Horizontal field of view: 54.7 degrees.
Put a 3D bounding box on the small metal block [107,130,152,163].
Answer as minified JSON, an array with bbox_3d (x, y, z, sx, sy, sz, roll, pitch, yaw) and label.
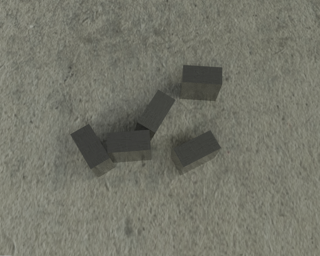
[{"bbox_3d":[-0.037,0.024,0.386,0.050,0.050,0.025,-4,71,-2],"label":"small metal block"}]

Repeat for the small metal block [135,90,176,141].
[{"bbox_3d":[-0.008,-0.014,0.398,0.025,0.050,0.050,31,72,0],"label":"small metal block"}]

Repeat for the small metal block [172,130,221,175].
[{"bbox_3d":[0.043,0.032,0.384,0.050,0.050,0.025,-26,73,-9],"label":"small metal block"}]

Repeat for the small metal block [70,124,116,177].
[{"bbox_3d":[-0.082,0.029,0.383,0.025,0.050,0.050,-31,73,-11],"label":"small metal block"}]

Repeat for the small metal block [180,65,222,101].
[{"bbox_3d":[0.054,-0.060,0.417,0.050,0.050,0.025,4,70,1],"label":"small metal block"}]
